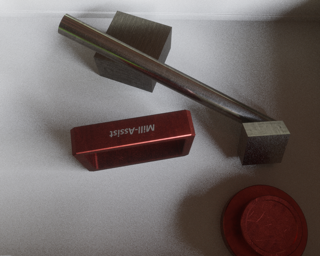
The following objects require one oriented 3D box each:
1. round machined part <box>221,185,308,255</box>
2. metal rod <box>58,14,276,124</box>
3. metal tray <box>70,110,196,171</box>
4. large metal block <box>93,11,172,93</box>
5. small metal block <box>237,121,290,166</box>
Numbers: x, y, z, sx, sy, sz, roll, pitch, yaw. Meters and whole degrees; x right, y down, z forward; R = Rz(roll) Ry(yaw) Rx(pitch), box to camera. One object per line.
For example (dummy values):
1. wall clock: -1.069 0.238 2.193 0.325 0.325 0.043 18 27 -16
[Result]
1. round machined part: 0.123 0.115 0.360 0.099 0.042 0.098 0 70 -1
2. metal rod: 0.020 -0.059 0.388 0.301 0.025 0.025 25 71 -9
3. metal tray: -0.029 0.018 0.368 0.131 0.090 0.030 -9 71 -4
4. large metal block: -0.035 -0.106 0.435 0.080 0.050 0.080 19 71 6
5. small metal block: 0.128 0.019 0.388 0.050 0.050 0.025 -4 41 -2
